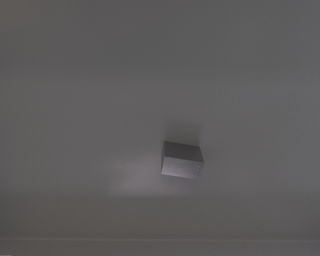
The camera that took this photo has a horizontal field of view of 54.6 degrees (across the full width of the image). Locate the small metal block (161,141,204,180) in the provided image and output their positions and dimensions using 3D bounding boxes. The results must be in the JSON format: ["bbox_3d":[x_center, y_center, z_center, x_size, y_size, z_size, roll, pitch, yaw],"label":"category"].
[{"bbox_3d":[0.029,0.042,0.414,0.050,0.050,0.025,9,110,-4],"label":"small metal block"}]
